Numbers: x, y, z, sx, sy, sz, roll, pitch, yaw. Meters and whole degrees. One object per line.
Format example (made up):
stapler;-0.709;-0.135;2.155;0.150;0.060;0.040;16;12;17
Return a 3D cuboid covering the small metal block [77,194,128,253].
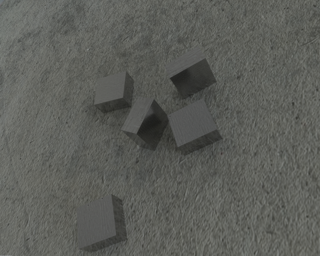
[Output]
small metal block;-0.070;0.114;0.371;0.050;0.025;0.050;-24;53;13

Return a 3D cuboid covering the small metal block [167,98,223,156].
small metal block;0.042;-0.001;0.383;0.050;0.025;0.050;-26;53;12

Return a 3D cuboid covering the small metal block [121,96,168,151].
small metal block;-0.017;-0.005;0.400;0.025;0.050;0.050;13;68;33

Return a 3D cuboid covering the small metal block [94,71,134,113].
small metal block;-0.070;-0.055;0.474;0.050;0.025;0.050;-11;57;22

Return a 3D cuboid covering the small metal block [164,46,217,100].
small metal block;0.041;-0.072;0.410;0.050;0.050;0.025;-28;52;10
